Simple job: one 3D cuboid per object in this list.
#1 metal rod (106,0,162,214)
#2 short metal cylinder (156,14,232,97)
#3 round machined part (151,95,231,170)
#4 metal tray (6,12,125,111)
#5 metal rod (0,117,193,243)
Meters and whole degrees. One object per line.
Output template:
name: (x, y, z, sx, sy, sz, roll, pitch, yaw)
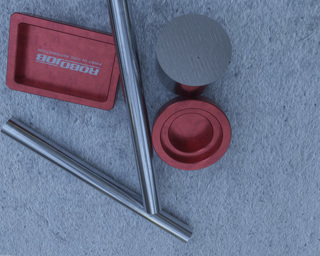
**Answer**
metal rod: (-0.028, -0.022, 0.374, 0.025, 0.025, 0.298, -7, 114, 2)
short metal cylinder: (0.035, -0.080, 0.351, 0.081, 0.050, 0.080, 0, 83, -3)
round machined part: (0.039, 0.002, 0.399, 0.099, 0.042, 0.097, 0, 115, 0)
metal tray: (-0.112, -0.080, 0.376, 0.131, 0.030, 0.089, 12, 110, -5)
metal rod: (-0.080, 0.079, 0.438, 0.301, 0.025, 0.025, 34, 106, -12)
